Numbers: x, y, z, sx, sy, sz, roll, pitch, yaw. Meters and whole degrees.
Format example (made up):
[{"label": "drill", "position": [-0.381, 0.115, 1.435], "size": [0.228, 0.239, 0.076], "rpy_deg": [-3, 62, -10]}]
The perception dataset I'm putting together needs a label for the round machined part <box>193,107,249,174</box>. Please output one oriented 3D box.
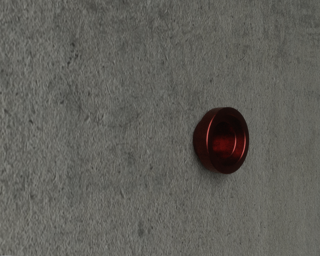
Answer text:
[{"label": "round machined part", "position": [0.088, 0.018, 0.466], "size": [0.099, 0.042, 0.097], "rpy_deg": [0, 90, -40]}]
